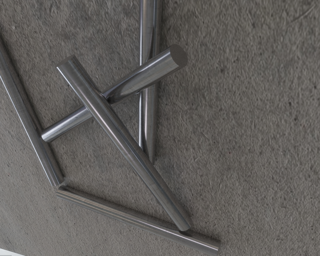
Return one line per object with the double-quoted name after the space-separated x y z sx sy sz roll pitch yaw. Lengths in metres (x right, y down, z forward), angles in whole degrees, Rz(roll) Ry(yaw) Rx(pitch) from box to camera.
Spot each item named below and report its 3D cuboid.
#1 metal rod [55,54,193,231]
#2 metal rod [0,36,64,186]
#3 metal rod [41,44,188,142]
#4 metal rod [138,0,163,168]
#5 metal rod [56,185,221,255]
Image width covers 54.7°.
-0.032 0.038 0.409 0.025 0.025 0.299 -12 124 33 "metal rod"
-0.222 -0.032 0.503 0.025 0.025 0.298 0 119 28 "metal rod"
-0.082 -0.030 0.410 0.299 0.025 0.025 -23 107 43 "metal rod"
-0.013 -0.075 0.366 0.025 0.025 0.298 16 125 19 "metal rod"
-0.047 0.152 0.525 0.301 0.025 0.025 14 124 20 "metal rod"
